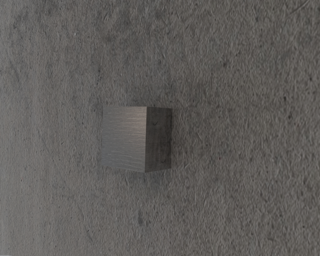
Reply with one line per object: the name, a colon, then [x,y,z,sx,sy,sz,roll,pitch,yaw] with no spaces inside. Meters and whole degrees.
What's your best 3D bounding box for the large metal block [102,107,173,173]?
large metal block: [-0.032,0.012,0.416,0.080,0.050,0.080,3,92,40]
